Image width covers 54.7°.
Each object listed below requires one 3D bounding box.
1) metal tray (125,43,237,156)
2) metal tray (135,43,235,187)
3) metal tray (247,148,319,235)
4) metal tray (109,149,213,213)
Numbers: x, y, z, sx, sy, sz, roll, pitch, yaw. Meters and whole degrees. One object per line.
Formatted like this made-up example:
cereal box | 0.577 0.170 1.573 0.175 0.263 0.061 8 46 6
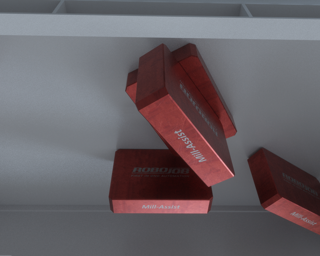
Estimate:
metal tray | 0.029 -0.028 0.383 0.090 0.030 0.130 -23 127 18
metal tray | 0.028 -0.012 0.316 0.030 0.090 0.130 -28 125 21
metal tray | 0.192 0.092 0.447 0.131 0.090 0.030 27 125 -22
metal tray | 0.001 0.071 0.426 0.131 0.090 0.030 1 130 -1
